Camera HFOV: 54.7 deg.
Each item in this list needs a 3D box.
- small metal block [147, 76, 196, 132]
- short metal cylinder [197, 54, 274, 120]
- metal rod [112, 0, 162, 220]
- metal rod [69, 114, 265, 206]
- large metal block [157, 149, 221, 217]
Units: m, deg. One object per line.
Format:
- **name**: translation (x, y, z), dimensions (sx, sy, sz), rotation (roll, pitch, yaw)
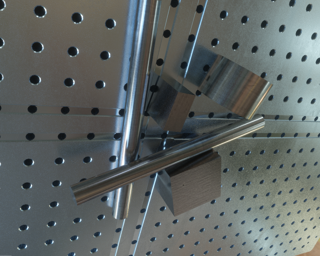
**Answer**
- **small metal block**: translation (0.012, -0.030, 0.383), dimensions (0.025, 0.050, 0.050), rotation (7, 115, -32)
- **short metal cylinder**: translation (0.095, -0.053, 0.395), dimensions (0.080, 0.080, 0.050), rotation (19, 108, -36)
- **metal rod**: translation (-0.034, -0.004, 0.389), dimensions (0.025, 0.025, 0.298), rotation (-4, 120, -26)
- **metal rod**: translation (0.028, 0.034, 0.424), dimensions (0.302, 0.025, 0.025), rotation (-19, 126, -26)
- **large metal block**: translation (0.043, 0.074, 0.464), dimensions (0.081, 0.050, 0.079), rotation (-19, 126, -18)
